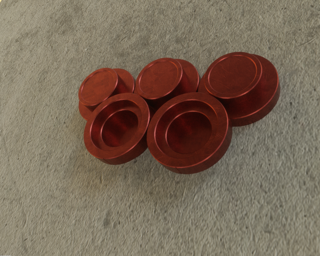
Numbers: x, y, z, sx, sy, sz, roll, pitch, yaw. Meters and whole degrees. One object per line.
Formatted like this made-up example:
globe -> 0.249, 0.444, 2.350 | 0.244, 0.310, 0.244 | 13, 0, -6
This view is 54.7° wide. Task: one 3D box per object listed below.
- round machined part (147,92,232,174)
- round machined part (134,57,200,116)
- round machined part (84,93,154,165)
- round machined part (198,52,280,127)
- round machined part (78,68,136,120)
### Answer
round machined part -> 0.037, 0.010, 0.368 | 0.098, 0.042, 0.098 | -13, 56, 20
round machined part -> 0.006, -0.057, 0.425 | 0.098, 0.042, 0.098 | -13, 56, 20
round machined part -> -0.049, 0.005, 0.416 | 0.098, 0.042, 0.098 | -13, 56, 20
round machined part -> 0.093, -0.054, 0.378 | 0.098, 0.042, 0.098 | -13, 56, 20
round machined part -> -0.083, -0.052, 0.468 | 0.098, 0.042, 0.098 | -13, 56, 20
